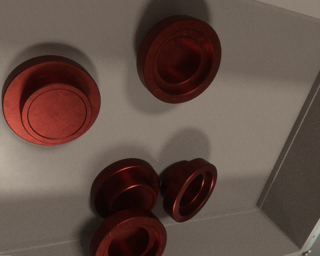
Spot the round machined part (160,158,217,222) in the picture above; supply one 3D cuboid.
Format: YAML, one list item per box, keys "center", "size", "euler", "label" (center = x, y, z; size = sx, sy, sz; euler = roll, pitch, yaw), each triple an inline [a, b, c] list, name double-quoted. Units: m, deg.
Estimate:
- center: [0.039, 0.087, 0.462]
  size: [0.099, 0.042, 0.097]
  euler: [-29, 134, -35]
  label: "round machined part"

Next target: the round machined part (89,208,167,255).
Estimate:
- center: [-0.044, 0.147, 0.405]
  size: [0.099, 0.042, 0.097]
  euler: [-11, 114, -25]
  label: "round machined part"

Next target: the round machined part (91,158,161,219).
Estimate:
- center: [-0.043, 0.094, 0.434]
  size: [0.099, 0.042, 0.097]
  euler: [-14, 124, -21]
  label: "round machined part"

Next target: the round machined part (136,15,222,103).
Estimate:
- center: [0.018, -0.081, 0.359]
  size: [0.099, 0.042, 0.097]
  euler: [-14, 125, -21]
  label: "round machined part"

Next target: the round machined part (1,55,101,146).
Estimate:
- center: [-0.110, -0.023, 0.324]
  size: [0.099, 0.042, 0.097]
  euler: [-14, 125, -21]
  label: "round machined part"
